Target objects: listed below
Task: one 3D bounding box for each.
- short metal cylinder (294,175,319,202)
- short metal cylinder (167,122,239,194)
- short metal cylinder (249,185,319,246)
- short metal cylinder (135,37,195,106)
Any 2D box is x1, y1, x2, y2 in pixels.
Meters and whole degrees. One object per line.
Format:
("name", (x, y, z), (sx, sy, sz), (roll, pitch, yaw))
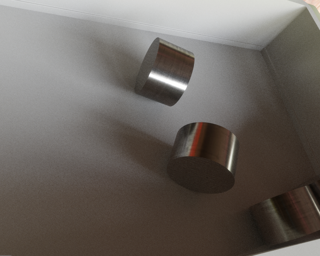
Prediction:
("short metal cylinder", (0.247, 0.093, 0.450), (0.081, 0.080, 0.050), (-17, 71, -35))
("short metal cylinder", (0.053, 0.038, 0.378), (0.080, 0.080, 0.050), (28, 52, -11))
("short metal cylinder", (0.161, 0.111, 0.392), (0.081, 0.080, 0.050), (-6, 65, -31))
("short metal cylinder", (0.005, -0.075, 0.420), (0.050, 0.080, 0.080), (20, 54, -17))
